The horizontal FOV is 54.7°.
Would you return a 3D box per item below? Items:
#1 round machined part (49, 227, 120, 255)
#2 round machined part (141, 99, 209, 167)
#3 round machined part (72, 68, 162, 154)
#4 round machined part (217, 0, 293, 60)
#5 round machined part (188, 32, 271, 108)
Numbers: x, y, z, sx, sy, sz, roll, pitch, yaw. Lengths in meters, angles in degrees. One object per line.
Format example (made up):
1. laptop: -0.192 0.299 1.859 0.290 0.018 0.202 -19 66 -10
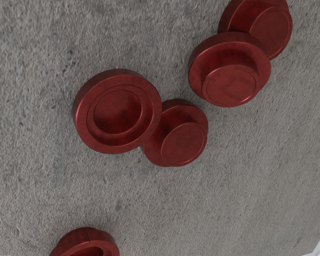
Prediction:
1. round machined part: -0.112 0.183 0.448 0.099 0.042 0.097 -14 124 -21
2. round machined part: 0.024 0.013 0.417 0.099 0.042 0.097 -14 124 -21
3. round machined part: -0.051 -0.022 0.354 0.099 0.042 0.097 -14 124 -21
4. round machined part: 0.125 -0.121 0.389 0.099 0.042 0.097 -14 124 -21
5. round machined part: 0.083 -0.062 0.374 0.099 0.042 0.097 1 140 1
